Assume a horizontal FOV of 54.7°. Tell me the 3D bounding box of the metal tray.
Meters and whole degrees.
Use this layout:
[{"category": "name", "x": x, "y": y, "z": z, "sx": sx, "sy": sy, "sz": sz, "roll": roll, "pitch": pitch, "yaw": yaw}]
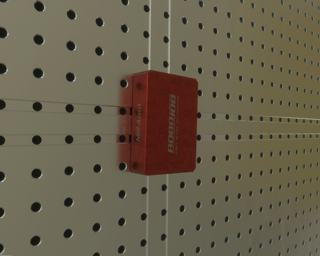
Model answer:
[{"category": "metal tray", "x": 0.008, "y": -0.005, "z": 0.414, "sx": 0.091, "sy": 0.030, "sz": 0.129, "roll": 3, "pitch": 88, "yaw": -40}]
